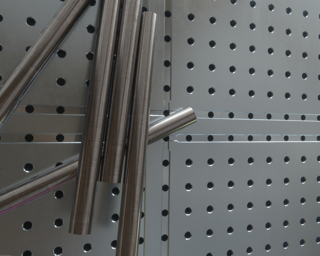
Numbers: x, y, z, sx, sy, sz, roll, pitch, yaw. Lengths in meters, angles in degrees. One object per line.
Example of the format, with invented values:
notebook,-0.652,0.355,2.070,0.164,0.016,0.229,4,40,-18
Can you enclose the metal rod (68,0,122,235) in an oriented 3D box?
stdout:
metal rod,-0.074,-0.031,0.367,0.025,0.025,0.298,9,80,-20

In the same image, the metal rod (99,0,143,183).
metal rod,-0.043,-0.084,0.382,0.025,0.025,0.298,9,81,-20

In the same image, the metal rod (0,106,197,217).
metal rod,-0.086,0.042,0.381,0.302,0.025,0.025,-25,99,-19

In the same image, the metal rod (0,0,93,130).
metal rod,-0.144,-0.079,0.359,0.025,0.025,0.300,34,79,-17

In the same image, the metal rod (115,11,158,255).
metal rod,-0.026,-0.001,0.379,0.025,0.025,0.299,9,78,-20
